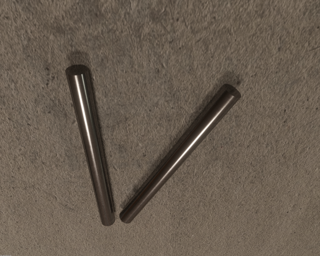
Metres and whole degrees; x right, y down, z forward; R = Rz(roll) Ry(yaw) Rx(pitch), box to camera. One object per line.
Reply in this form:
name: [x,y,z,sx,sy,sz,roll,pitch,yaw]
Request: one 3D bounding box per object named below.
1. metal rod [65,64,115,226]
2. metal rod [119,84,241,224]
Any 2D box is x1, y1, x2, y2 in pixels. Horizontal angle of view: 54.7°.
metal rod: [-0.092,0.048,0.446,0.025,0.025,0.298,-1,130,0]
metal rod: [0.014,0.055,0.454,0.025,0.025,0.298,23,126,-19]
